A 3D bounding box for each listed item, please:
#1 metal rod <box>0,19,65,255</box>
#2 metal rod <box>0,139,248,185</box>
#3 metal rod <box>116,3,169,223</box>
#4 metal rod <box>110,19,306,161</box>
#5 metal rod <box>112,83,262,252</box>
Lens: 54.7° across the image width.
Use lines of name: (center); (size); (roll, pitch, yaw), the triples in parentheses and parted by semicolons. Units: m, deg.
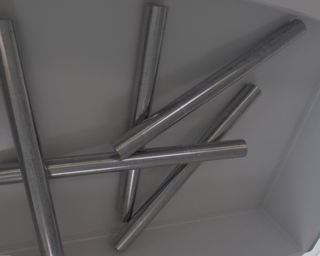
metal rod: (-0.133, 0.044, 0.326); (0.025, 0.025, 0.298); (-12, 112, -22)
metal rod: (-0.033, 0.039, 0.383); (0.302, 0.025, 0.025); (-5, 121, -15)
metal rod: (-0.028, 0.001, 0.393); (0.025, 0.025, 0.298); (-4, 120, -27)
metal rod: (0.070, -0.056, 0.392); (0.301, 0.025, 0.025); (-35, 129, -13)
metal rod: (0.039, 0.056, 0.446); (0.300, 0.025, 0.025); (-49, 129, -1)
